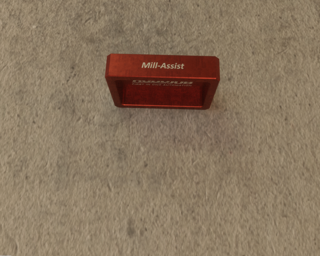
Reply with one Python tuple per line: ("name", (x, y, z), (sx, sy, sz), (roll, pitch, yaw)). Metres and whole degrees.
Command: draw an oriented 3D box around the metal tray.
("metal tray", (0.003, -0.056, 0.394), (0.131, 0.090, 0.030), (2, 70, 0))
